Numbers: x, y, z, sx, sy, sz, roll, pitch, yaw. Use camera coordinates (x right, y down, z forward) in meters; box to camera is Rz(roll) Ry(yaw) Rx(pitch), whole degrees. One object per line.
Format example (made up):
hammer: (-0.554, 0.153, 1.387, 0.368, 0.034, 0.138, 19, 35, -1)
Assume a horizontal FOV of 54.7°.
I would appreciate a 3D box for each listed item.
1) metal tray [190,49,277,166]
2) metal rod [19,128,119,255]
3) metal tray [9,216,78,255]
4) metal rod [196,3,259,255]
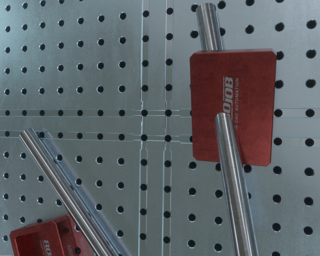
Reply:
metal tray: (0.084, -0.024, 0.359, 0.090, 0.030, 0.129, 3, 110, 19)
metal rod: (-0.118, 0.123, 0.452, 0.025, 0.025, 0.300, -41, 77, 15)
metal tray: (-0.168, 0.208, 0.467, 0.090, 0.030, 0.129, -18, 84, 18)
metal rod: (0.075, -0.006, 0.359, 0.025, 0.025, 0.299, -11, 76, 19)
